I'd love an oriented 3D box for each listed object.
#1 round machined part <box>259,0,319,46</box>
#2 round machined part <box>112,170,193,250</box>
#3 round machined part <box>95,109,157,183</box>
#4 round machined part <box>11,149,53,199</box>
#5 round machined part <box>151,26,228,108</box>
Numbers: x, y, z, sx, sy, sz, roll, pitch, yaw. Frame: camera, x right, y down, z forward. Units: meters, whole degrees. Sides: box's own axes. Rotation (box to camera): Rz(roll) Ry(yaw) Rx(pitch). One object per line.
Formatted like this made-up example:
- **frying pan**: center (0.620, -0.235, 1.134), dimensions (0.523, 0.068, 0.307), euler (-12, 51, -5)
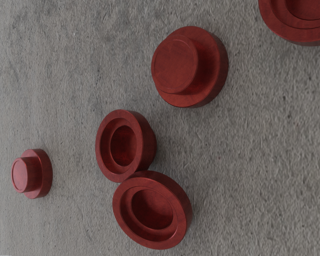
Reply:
- **round machined part**: center (0.143, -0.122, 0.276), dimensions (0.098, 0.042, 0.097), euler (0, 90, 40)
- **round machined part**: center (-0.006, 0.096, 0.385), dimensions (0.098, 0.042, 0.097), euler (8, 111, 22)
- **round machined part**: center (-0.043, 0.025, 0.426), dimensions (0.098, 0.042, 0.097), euler (-4, 84, 42)
- **round machined part**: center (-0.255, 0.090, 0.605), dimensions (0.098, 0.042, 0.097), euler (0, 90, 40)
- **round machined part**: center (0.028, -0.073, 0.371), dimensions (0.098, 0.042, 0.097), euler (0, 90, 40)
